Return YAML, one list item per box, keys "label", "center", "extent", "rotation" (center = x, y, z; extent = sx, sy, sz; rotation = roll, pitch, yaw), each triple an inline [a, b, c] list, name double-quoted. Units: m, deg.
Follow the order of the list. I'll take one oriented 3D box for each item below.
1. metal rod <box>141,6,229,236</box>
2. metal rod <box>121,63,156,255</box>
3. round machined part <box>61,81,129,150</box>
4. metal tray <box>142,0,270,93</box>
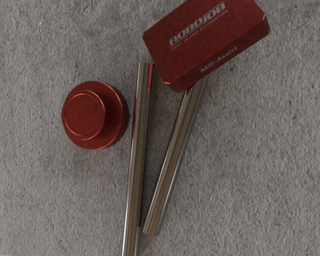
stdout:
- label: "metal rod"
  center: [0.031, -0.004, 0.397]
  extent: [0.025, 0.025, 0.298]
  rotation: [19, 96, 18]
- label: "metal rod"
  center: [-0.031, 0.063, 0.418]
  extent: [0.025, 0.025, 0.298]
  rotation: [6, 92, 19]
- label: "round machined part"
  center: [-0.097, -0.018, 0.433]
  extent: [0.098, 0.042, 0.097]
  rotation: [0, 90, 19]
- label: "metal tray"
  center: [0.051, -0.114, 0.373]
  extent: [0.130, 0.030, 0.090]
  rotation: [-32, 61, 16]
